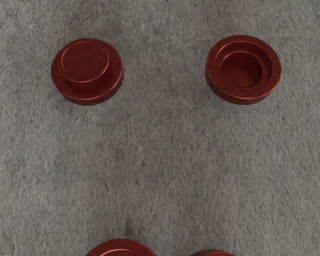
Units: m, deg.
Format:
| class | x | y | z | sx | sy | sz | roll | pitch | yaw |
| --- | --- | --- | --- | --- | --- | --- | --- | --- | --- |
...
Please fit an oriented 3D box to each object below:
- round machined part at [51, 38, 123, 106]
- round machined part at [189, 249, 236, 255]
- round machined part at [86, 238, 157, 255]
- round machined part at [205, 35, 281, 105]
| class | x | y | z | sx | sy | sz | roll | pitch | yaw |
| --- | --- | --- | --- | --- | --- | --- | --- | --- | --- |
| round machined part | -0.102 | -0.084 | 0.428 | 0.099 | 0.042 | 0.098 | 0 | 70 | -1 |
| round machined part | 0.054 | 0.179 | 0.326 | 0.099 | 0.042 | 0.098 | 4 | 76 | -14 |
| round machined part | -0.042 | 0.172 | 0.336 | 0.099 | 0.042 | 0.098 | 0 | 70 | 0 |
| round machined part | 0.111 | -0.076 | 0.428 | 0.099 | 0.042 | 0.098 | 0 | 70 | -1 |
